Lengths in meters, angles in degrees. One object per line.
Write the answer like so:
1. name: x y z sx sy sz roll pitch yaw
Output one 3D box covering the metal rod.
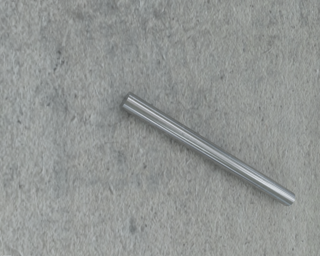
1. metal rod: 0.079 0.038 0.439 0.301 0.025 0.025 31 80 -18
